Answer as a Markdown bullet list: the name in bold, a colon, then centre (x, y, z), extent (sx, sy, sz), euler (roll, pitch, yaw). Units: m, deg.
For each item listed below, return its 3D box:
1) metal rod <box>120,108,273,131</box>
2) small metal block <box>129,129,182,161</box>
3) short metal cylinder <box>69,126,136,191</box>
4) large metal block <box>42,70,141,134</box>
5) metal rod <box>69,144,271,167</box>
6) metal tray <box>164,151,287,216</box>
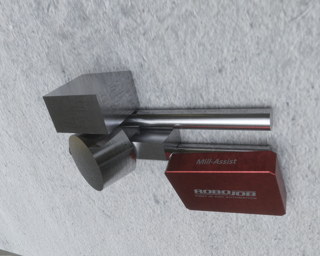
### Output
- **metal rod**: centre (-0.012, -0.011, 0.407), extent (0.301, 0.025, 0.025), euler (1, 119, 27)
- **small metal block**: centre (-0.006, 0.017, 0.404), extent (0.050, 0.050, 0.025), euler (1, 119, 27)
- **short metal cylinder**: centre (-0.076, 0.035, 0.406), extent (0.080, 0.050, 0.079), euler (34, 139, 36)
- **large metal block**: centre (-0.083, -0.034, 0.394), extent (0.080, 0.080, 0.050), euler (1, 119, 27)
- **metal rod**: centre (-0.005, 0.033, 0.430), extent (0.300, 0.025, 0.025), euler (0, 119, 27)
- **metal tray**: centre (0.082, 0.070, 0.386), extent (0.130, 0.030, 0.090), euler (-4, 134, 28)
